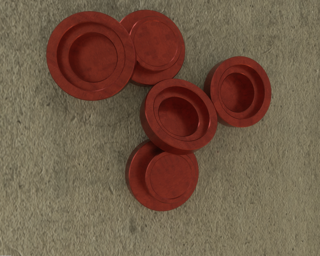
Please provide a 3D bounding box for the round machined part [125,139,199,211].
[{"bbox_3d":[0.008,0.060,0.405,0.099,0.042,0.097,0,90,-21],"label":"round machined part"}]

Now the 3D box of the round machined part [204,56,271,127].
[{"bbox_3d":[0.105,-0.050,0.441,0.099,0.042,0.097,0,90,-21],"label":"round machined part"}]

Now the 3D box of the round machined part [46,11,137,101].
[{"bbox_3d":[-0.076,-0.081,0.362,0.099,0.042,0.097,0,97,1],"label":"round machined part"}]

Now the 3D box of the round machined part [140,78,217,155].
[{"bbox_3d":[0.021,-0.011,0.399,0.099,0.042,0.098,9,64,-19],"label":"round machined part"}]

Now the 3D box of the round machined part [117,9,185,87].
[{"bbox_3d":[-0.012,-0.103,0.397,0.099,0.042,0.097,0,90,-21],"label":"round machined part"}]
